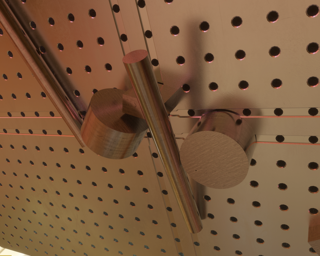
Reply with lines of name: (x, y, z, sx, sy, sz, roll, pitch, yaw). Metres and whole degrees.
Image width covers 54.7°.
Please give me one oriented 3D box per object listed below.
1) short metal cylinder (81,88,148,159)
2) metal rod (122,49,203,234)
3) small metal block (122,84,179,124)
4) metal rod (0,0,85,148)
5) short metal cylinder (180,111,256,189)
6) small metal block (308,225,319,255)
short metal cylinder: (-0.057, -0.006, 0.402, 0.080, 0.080, 0.050, 34, 129, 5)
metal rod: (0.015, 0.042, 0.383, 0.025, 0.025, 0.299, 4, 135, 26)
small metal block: (-0.011, -0.034, 0.380, 0.050, 0.050, 0.025, 18, 126, 18)
metal rod: (-0.184, -0.101, 0.445, 0.025, 0.025, 0.299, -19, 109, 35)
short metal cylinder: (0.070, 0.026, 0.373, 0.080, 0.050, 0.079, 12, 124, 20)
small metal block: (0.222, 0.144, 0.384, 0.050, 0.025, 0.050, -34, 99, 38)
